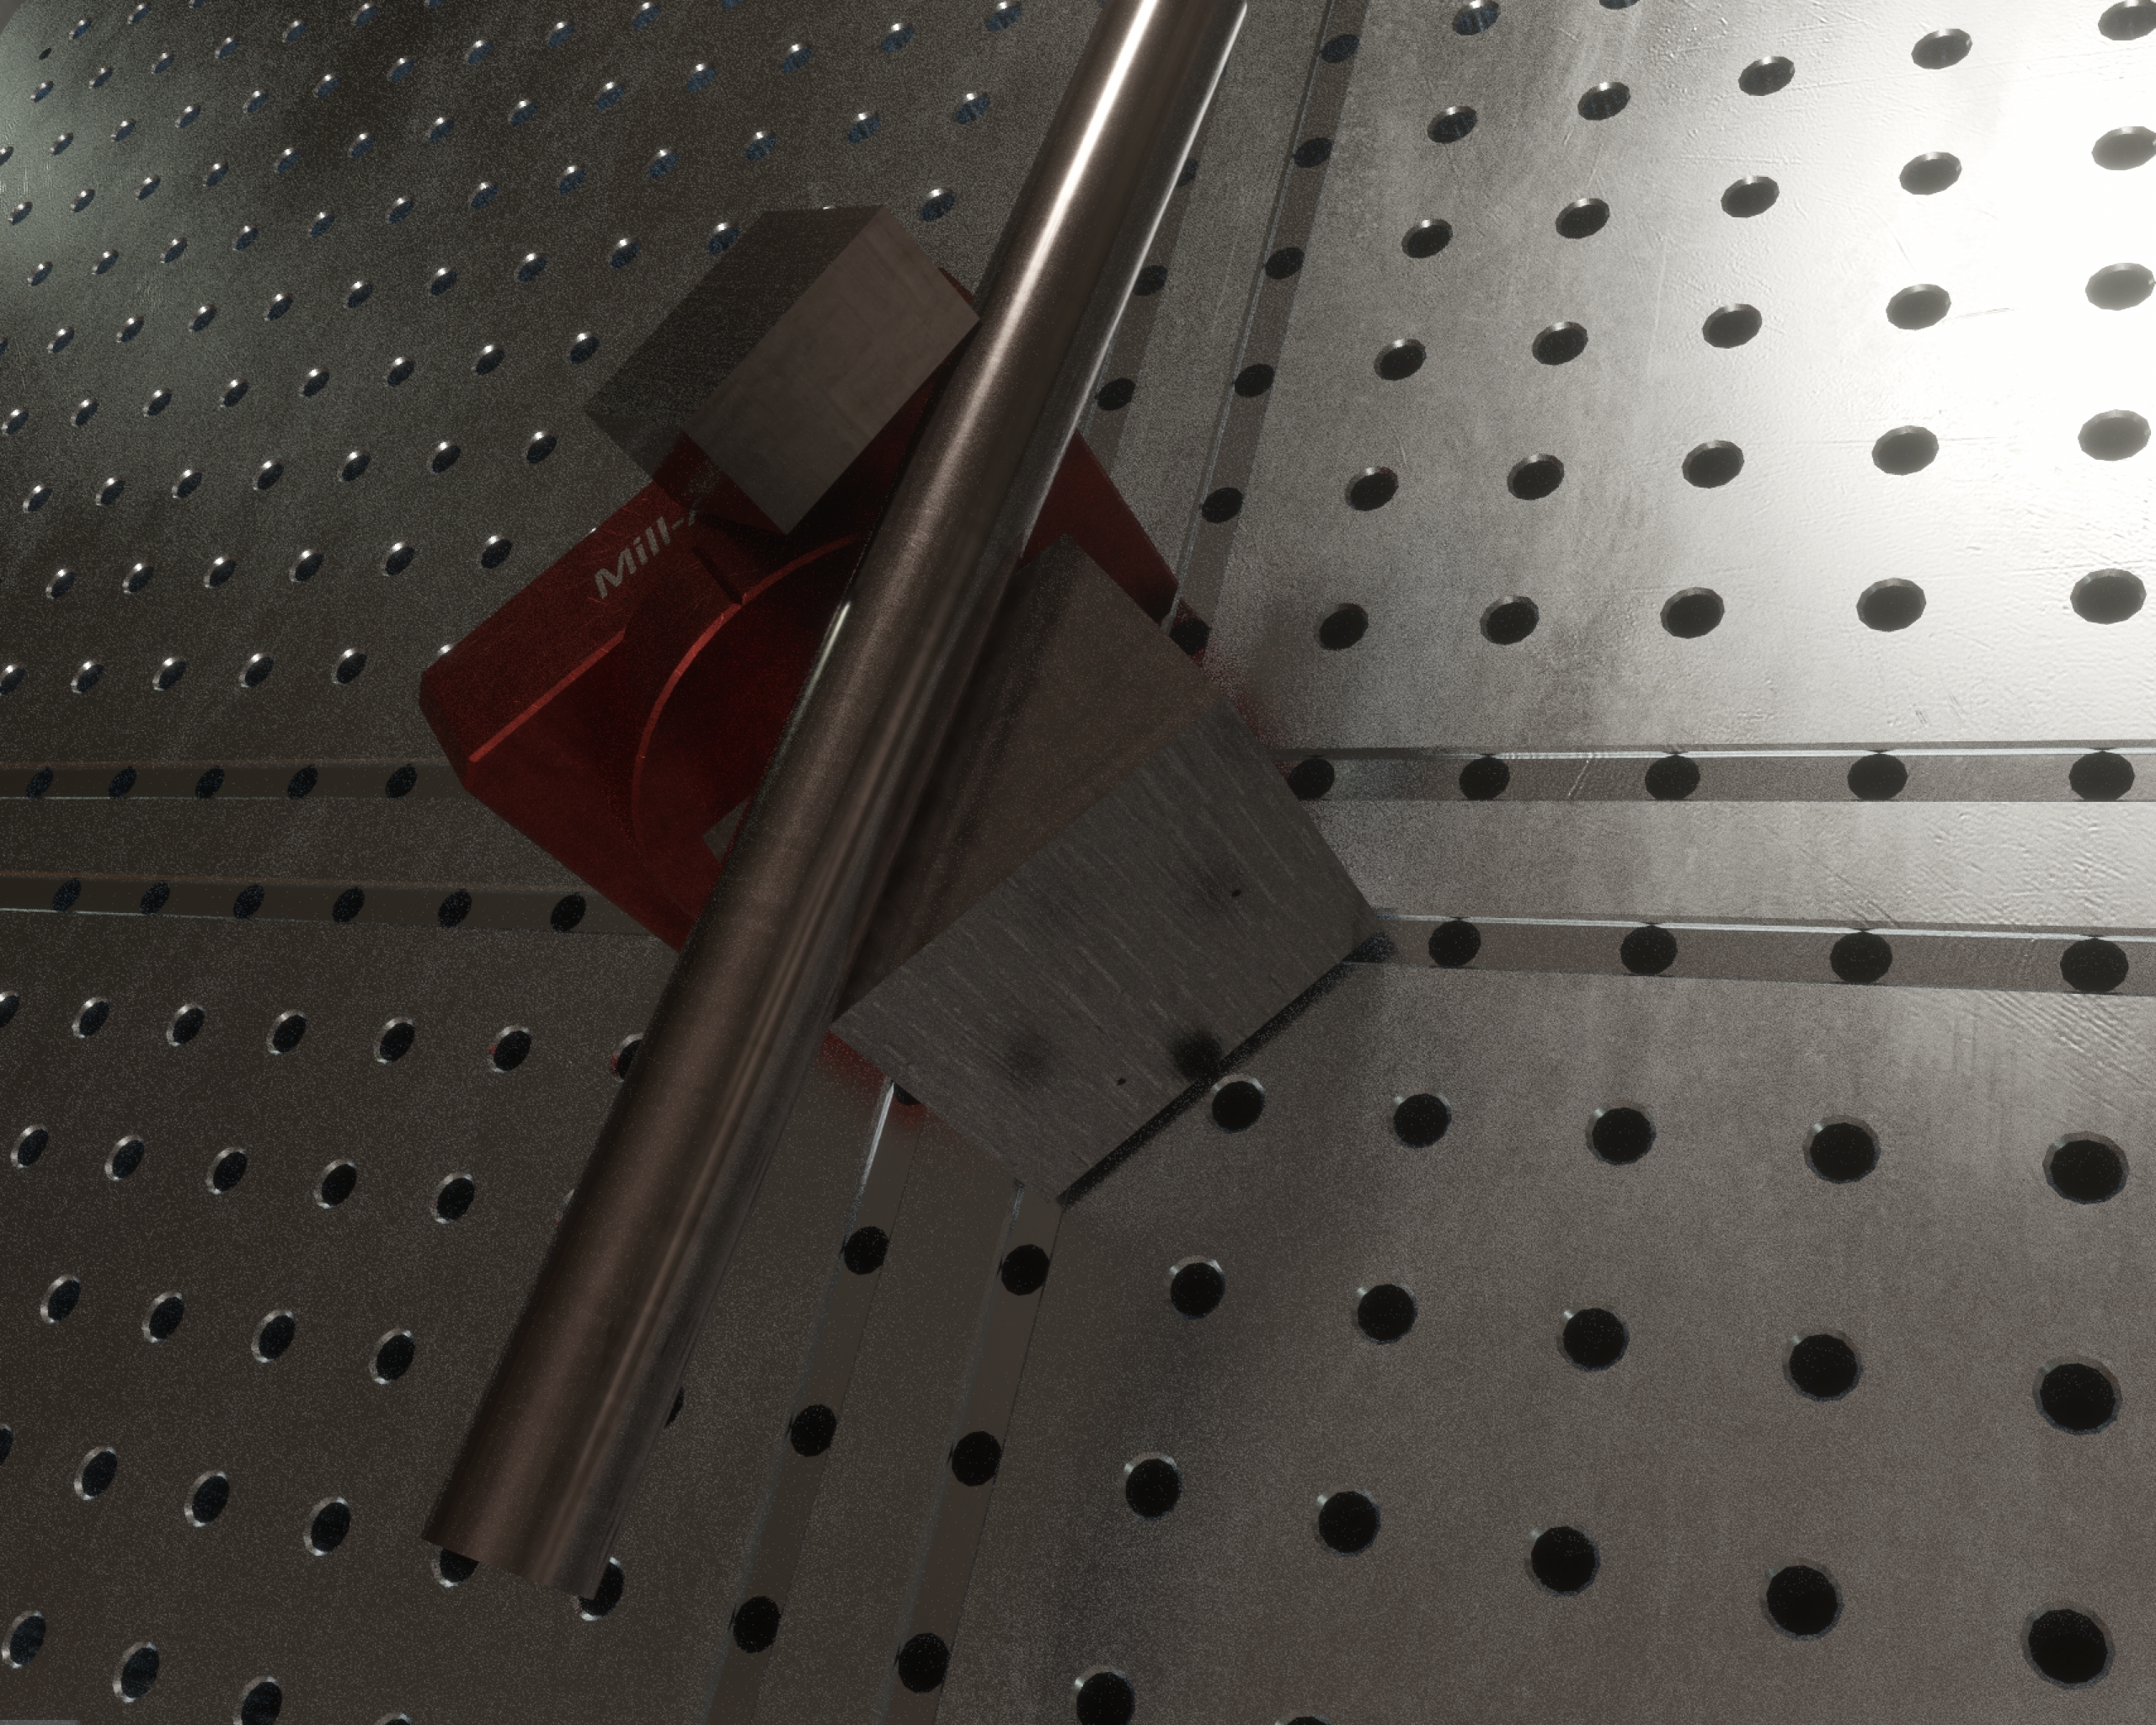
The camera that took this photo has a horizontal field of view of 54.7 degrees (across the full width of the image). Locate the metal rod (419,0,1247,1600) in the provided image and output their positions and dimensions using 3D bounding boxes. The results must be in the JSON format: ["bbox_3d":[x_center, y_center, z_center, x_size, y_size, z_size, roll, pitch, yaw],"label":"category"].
[{"bbox_3d":[-0.029,-0.034,0.340,0.025,0.025,0.300,7,65,31],"label":"metal rod"}]

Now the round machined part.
[{"bbox_3d":[-0.038,-0.022,0.398,0.098,0.098,0.042,-41,51,0],"label":"round machined part"}]

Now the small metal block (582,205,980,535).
[{"bbox_3d":[-0.052,-0.086,0.362,0.050,0.025,0.050,-50,33,-10],"label":"small metal block"}]

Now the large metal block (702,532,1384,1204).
[{"bbox_3d":[-0.004,0.004,0.368,0.080,0.080,0.050,-40,51,1],"label":"large metal block"}]

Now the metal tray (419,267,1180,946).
[{"bbox_3d":[-0.052,-0.045,0.419,0.130,0.090,0.030,-40,51,1],"label":"metal tray"}]
